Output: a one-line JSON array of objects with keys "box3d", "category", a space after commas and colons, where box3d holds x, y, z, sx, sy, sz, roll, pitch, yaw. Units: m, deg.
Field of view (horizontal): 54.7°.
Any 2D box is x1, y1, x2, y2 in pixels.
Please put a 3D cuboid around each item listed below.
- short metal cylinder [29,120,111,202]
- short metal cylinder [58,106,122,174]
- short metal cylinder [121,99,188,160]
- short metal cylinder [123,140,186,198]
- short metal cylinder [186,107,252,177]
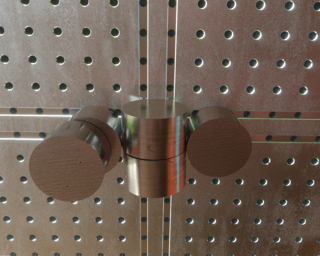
[{"box3d": [-0.101, 0.037, 0.358, 0.081, 0.050, 0.079, 0, 110, 0], "category": "short metal cylinder"}, {"box3d": [-0.088, 0.016, 0.405, 0.081, 0.050, 0.079, 0, 110, 0], "category": "short metal cylinder"}, {"box3d": [-0.007, -0.001, 0.384, 0.081, 0.080, 0.050, 1, 111, -1], "category": "short metal cylinder"}, {"box3d": [-0.006, 0.047, 0.401, 0.081, 0.080, 0.050, -1, 110, 0], "category": "short metal cylinder"}, {"box3d": [0.073, 0.017, 0.406, 0.081, 0.050, 0.079, 0, 110, 0], "category": "short metal cylinder"}]
